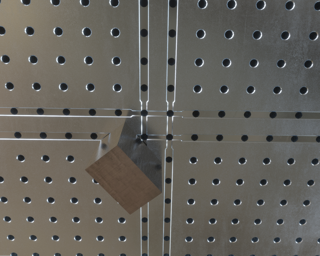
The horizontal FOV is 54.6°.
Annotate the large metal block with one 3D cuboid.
[{"bbox_3d":[-0.042,0.049,0.402,0.050,0.080,0.080,-37,106,13],"label":"large metal block"}]
